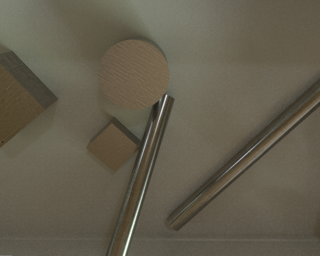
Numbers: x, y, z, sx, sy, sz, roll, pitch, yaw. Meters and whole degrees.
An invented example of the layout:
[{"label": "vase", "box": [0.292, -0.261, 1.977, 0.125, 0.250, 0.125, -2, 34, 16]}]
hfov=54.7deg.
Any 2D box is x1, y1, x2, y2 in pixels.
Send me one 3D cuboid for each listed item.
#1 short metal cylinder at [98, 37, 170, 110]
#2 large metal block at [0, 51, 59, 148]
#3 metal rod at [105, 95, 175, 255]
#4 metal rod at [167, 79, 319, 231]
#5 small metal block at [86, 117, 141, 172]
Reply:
[{"label": "short metal cylinder", "box": [-0.030, -0.067, 0.373, 0.081, 0.050, 0.079, 0, 110, -1]}, {"label": "large metal block", "box": [-0.190, -0.035, 0.382, 0.080, 0.050, 0.080, -37, 106, 12]}, {"label": "metal rod", "box": [-0.036, 0.101, 0.378, 0.025, 0.025, 0.299, 18, 82, -7]}, {"label": "metal rod", "box": [0.121, 0.040, 0.427, 0.025, 0.025, 0.299, 41, 105, -14]}, {"label": "small metal block", "box": [-0.062, 0.022, 0.419, 0.050, 0.025, 0.050, -43, 105, 14]}]
